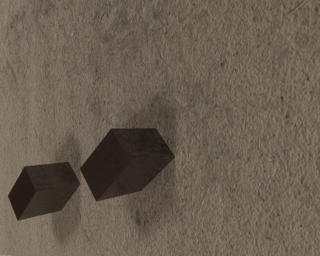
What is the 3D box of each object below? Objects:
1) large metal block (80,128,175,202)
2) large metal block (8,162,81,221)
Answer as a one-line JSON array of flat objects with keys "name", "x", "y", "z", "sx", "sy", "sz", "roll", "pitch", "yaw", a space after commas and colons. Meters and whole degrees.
[{"name": "large metal block", "x": -0.042, "y": 0.045, "z": 0.402, "sx": 0.080, "sy": 0.081, "sz": 0.050, "roll": -48, "pitch": 62, "yaw": 29}, {"name": "large metal block", "x": -0.198, "y": 0.106, "z": 0.529, "sx": 0.080, "sy": 0.081, "sz": 0.050, "roll": -51, "pitch": 60, "yaw": 27}]
